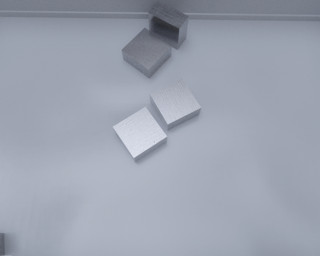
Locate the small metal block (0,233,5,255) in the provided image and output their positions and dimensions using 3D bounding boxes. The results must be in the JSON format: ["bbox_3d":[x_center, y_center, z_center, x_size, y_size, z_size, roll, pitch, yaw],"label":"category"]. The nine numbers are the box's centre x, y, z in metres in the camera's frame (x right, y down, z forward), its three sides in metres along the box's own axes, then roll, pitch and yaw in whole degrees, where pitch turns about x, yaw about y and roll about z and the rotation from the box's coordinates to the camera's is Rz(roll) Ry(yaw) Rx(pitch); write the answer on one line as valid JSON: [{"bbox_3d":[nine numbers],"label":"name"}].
[{"bbox_3d":[-0.211,0.135,0.345,0.050,0.050,0.025,-11,71,-4],"label":"small metal block"}]

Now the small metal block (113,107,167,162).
[{"bbox_3d":[-0.026,0.009,0.406,0.050,0.025,0.050,-33,73,-11],"label":"small metal block"}]

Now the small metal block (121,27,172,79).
[{"bbox_3d":[-0.019,-0.109,0.449,0.050,0.025,0.050,38,74,12],"label":"small metal block"}]

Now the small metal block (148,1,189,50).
[{"bbox_3d":[0.012,-0.148,0.450,0.050,0.050,0.025,31,73,10],"label":"small metal block"}]

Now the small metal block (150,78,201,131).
[{"bbox_3d":[0.020,-0.032,0.421,0.050,0.025,0.050,-27,72,-10],"label":"small metal block"}]
